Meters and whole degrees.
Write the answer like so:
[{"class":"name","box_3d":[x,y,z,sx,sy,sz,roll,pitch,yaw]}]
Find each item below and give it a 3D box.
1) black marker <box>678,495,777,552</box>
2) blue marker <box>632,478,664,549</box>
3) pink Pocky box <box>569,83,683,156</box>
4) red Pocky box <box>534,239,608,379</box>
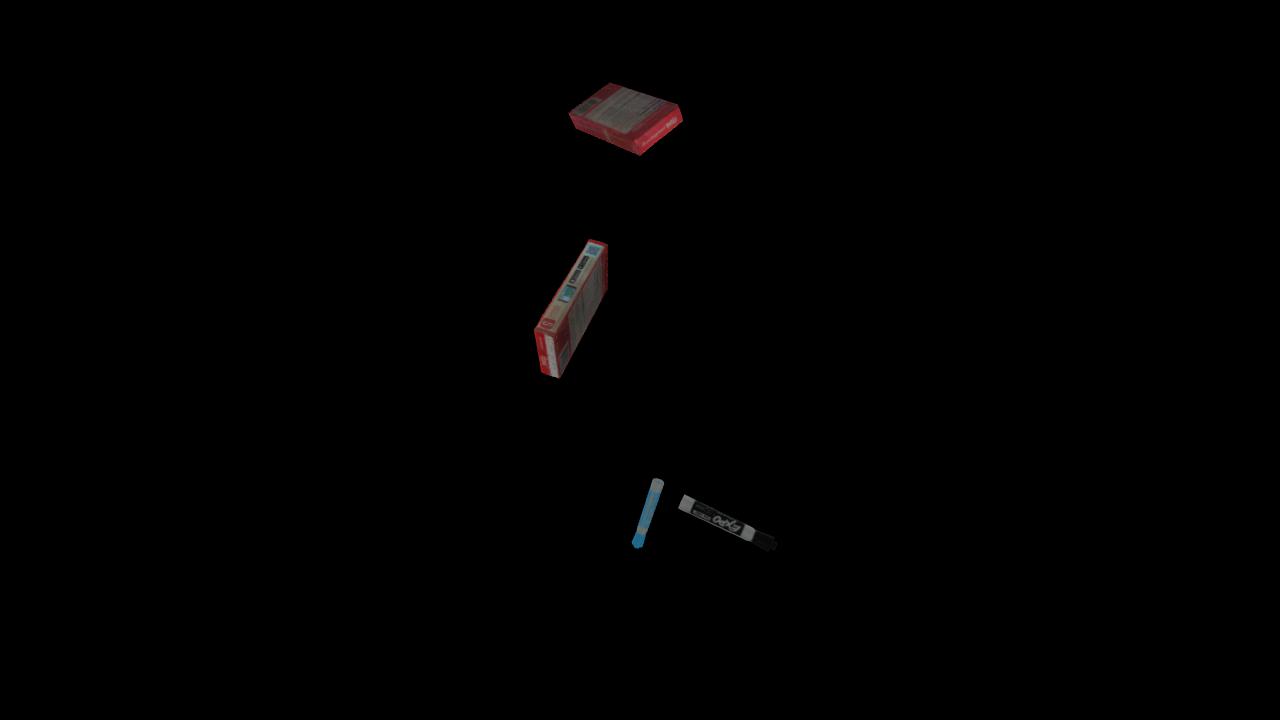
[{"class":"black marker","box_3d":[0.104,0.193,0.727,0.121,0.020,0.020,23,5,12]},{"class":"blue marker","box_3d":[0.011,0.239,0.949,0.020,0.121,0.020,15,17,-5]},{"class":"pink Pocky box","box_3d":[-0.022,-0.338,0.857,0.155,0.084,0.029,36,-17,38]},{"class":"red Pocky box","box_3d":[-0.077,-0.061,0.723,0.028,0.155,0.083,17,-36,11]}]
